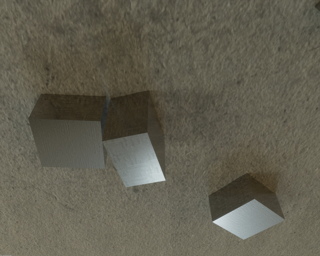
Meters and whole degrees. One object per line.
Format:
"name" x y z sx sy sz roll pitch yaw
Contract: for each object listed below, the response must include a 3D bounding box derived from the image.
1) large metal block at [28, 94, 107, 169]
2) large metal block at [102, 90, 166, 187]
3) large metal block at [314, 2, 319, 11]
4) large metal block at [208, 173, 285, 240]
"large metal block" -0.110 0.005 0.393 0.081 0.050 0.079 2 130 -2
"large metal block" -0.028 0.013 0.382 0.050 0.080 0.080 -11 129 9
"large metal block" 0.203 -0.114 0.277 0.050 0.080 0.080 28 125 -22
"large metal block" 0.139 0.129 0.503 0.080 0.050 0.080 35 122 -27
